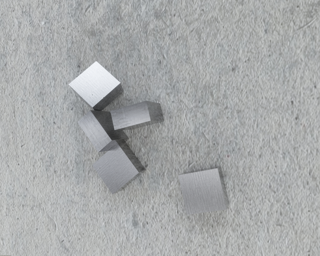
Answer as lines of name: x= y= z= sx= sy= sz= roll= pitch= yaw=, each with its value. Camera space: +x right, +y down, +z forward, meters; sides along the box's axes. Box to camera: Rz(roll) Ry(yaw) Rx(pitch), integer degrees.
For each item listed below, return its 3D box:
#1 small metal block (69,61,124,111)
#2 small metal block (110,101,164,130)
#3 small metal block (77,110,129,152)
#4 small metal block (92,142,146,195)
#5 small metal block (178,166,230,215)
small metal block: x=-0.088 y=-0.056 z=0.429 sx=0.050 sy=0.025 sz=0.050 roll=42 pitch=78 yaw=16
small metal block: x=-0.028 y=-0.015 z=0.406 sx=0.050 sy=0.050 sz=0.025 roll=-14 pitch=85 yaw=19
small metal block: x=-0.076 y=0.004 z=0.423 sx=0.025 sy=0.050 sz=0.050 roll=-41 pitch=78 yaw=16
small metal block: x=-0.057 y=0.055 z=0.429 sx=0.050 sy=0.025 sz=0.050 roll=-41 pitch=77 yaw=15
small metal block: x=0.056 y=0.078 z=0.389 sx=0.050 sy=0.025 sz=0.050 roll=-13 pitch=86 yaw=19
